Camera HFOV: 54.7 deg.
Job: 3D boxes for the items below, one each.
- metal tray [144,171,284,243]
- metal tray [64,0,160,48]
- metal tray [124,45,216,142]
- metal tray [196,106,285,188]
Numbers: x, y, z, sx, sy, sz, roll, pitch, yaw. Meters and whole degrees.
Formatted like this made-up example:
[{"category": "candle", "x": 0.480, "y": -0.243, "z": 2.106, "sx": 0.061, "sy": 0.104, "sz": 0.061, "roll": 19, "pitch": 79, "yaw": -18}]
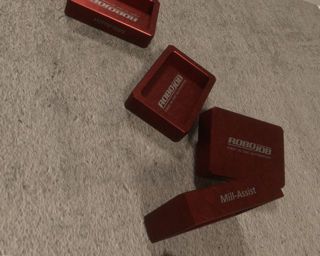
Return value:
[{"category": "metal tray", "x": 0.059, "y": 0.087, "z": 0.342, "sx": 0.131, "sy": 0.090, "sz": 0.030, "roll": -6, "pitch": 65, "yaw": -31}, {"category": "metal tray", "x": -0.069, "y": -0.186, "z": 0.478, "sx": 0.131, "sy": 0.030, "sz": 0.090, "roll": 19, "pitch": 54, "yaw": -17}, {"category": "metal tray", "x": 0.020, "y": -0.053, "z": 0.445, "sx": 0.090, "sy": 0.030, "sz": 0.130, "roll": 35, "pitch": 51, "yaw": -5}, {"category": "metal tray", "x": 0.114, "y": 0.031, "z": 0.426, "sx": 0.131, "sy": 0.030, "sz": 0.090, "roll": 14, "pitch": 71, "yaw": -26}]
